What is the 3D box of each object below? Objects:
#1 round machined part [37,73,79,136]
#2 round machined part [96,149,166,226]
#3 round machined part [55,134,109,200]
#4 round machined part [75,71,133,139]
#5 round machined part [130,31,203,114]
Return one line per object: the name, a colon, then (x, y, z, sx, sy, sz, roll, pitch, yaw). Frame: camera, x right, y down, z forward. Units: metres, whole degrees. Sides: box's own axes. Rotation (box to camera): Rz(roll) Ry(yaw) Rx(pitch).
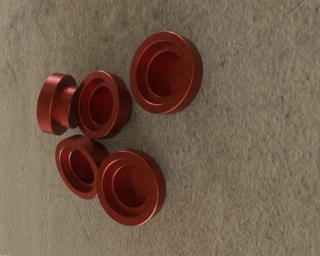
round machined part: (-0.149, -0.035, 0.489, 0.042, 0.098, 0.097, 12, 99, 6)
round machined part: (-0.034, 0.076, 0.413, 0.098, 0.042, 0.097, 2, 95, 30)
round machined part: (-0.110, 0.055, 0.470, 0.098, 0.042, 0.097, 16, 118, 33)
round machined part: (-0.079, -0.032, 0.455, 0.098, 0.042, 0.097, -2, 86, 40)
round machined part: (0.012, -0.065, 0.382, 0.098, 0.042, 0.097, 0, 90, 39)
